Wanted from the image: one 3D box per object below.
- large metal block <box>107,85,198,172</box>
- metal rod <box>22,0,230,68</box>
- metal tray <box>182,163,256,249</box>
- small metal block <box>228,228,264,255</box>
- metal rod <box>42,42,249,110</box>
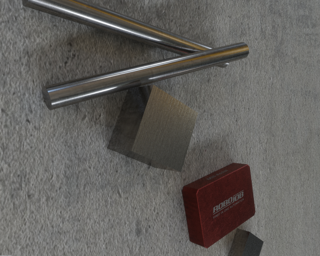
[{"bbox_3d":[-0.007,0.002,0.385,0.080,0.050,0.080,28,72,-37],"label":"large metal block"},{"bbox_3d":[-0.013,-0.119,0.395,0.302,0.025,0.025,5,87,-40],"label":"metal rod"},{"bbox_3d":[0.096,0.116,0.485,0.131,0.030,0.089,-16,100,-39],"label":"metal tray"},{"bbox_3d":[0.148,0.208,0.533,0.050,0.025,0.050,40,66,-33],"label":"small metal block"},{"bbox_3d":[0.006,-0.074,0.392,0.302,0.025,0.025,-20,103,-32],"label":"metal rod"}]
